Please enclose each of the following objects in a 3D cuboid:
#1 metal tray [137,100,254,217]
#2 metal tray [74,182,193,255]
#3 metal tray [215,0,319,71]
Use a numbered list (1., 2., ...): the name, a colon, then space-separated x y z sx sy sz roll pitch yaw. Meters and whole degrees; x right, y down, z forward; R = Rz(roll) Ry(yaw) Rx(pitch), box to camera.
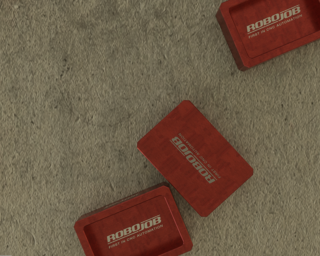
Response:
1. metal tray: 0.045 0.039 0.408 0.090 0.030 0.130 -43 90 0
2. metal tray: -0.034 0.137 0.407 0.131 0.030 0.090 -23 90 0
3. metal tray: 0.151 -0.141 0.408 0.131 0.030 0.090 -23 90 0
